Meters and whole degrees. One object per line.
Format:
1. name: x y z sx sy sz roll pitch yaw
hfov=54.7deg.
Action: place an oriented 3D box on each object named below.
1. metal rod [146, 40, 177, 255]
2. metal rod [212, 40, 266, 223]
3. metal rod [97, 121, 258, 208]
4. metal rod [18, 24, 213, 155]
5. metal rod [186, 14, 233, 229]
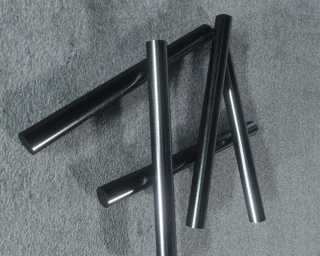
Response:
1. metal rod: 0.003 0.047 0.373 0.025 0.025 0.298 -5 94 -40
2. metal rod: 0.119 -0.007 0.474 0.025 0.025 0.298 -10 87 -40
3. metal rod: 0.047 0.039 0.443 0.302 0.025 0.025 -19 103 -38
4. metal rod: -0.030 -0.063 0.379 0.302 0.025 0.025 -39 114 -33
5. metal rod: 0.070 -0.016 0.431 0.025 0.025 0.299 17 78 -39
